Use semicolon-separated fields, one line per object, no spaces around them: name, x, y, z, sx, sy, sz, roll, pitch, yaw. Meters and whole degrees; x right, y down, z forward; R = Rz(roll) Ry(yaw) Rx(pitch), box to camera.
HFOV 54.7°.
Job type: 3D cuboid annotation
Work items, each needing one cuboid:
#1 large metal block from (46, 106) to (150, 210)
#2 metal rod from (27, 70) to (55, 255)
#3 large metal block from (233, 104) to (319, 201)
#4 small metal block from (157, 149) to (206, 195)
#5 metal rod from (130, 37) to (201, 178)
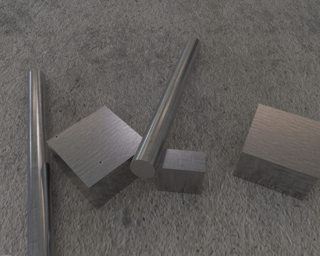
large metal block;-0.068;0.032;0.360;0.080;0.050;0.080;-36;59;-26
metal rod;-0.146;0.033;0.374;0.025;0.025;0.300;-12;51;-10
large metal block;0.142;0.026;0.366;0.080;0.050;0.080;19;53;15
small metal block;0.023;0.049;0.346;0.050;0.050;0.025;5;50;4
metal rod;0.020;-0.051;0.409;0.025;0.025;0.301;11;40;9
